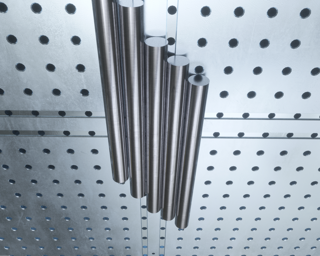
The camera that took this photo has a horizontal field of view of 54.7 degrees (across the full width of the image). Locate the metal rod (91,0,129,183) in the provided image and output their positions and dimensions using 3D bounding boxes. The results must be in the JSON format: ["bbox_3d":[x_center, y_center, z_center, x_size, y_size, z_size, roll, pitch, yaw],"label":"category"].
[{"bbox_3d":[-0.057,-0.039,0.377,0.025,0.025,0.298,1,130,-1],"label":"metal rod"}]

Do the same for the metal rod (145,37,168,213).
[{"bbox_3d":[-0.007,0.021,0.428,0.025,0.025,0.298,1,130,-1],"label":"metal rod"}]

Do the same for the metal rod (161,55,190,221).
[{"bbox_3d":[0.017,0.038,0.443,0.025,0.025,0.298,1,130,-1],"label":"metal rod"}]

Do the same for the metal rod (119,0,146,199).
[{"bbox_3d":[-0.032,-0.010,0.401,0.025,0.025,0.298,1,130,-1],"label":"metal rod"}]

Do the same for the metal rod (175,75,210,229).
[{"bbox_3d":[0.042,0.057,0.460,0.025,0.025,0.298,1,130,-1],"label":"metal rod"}]
